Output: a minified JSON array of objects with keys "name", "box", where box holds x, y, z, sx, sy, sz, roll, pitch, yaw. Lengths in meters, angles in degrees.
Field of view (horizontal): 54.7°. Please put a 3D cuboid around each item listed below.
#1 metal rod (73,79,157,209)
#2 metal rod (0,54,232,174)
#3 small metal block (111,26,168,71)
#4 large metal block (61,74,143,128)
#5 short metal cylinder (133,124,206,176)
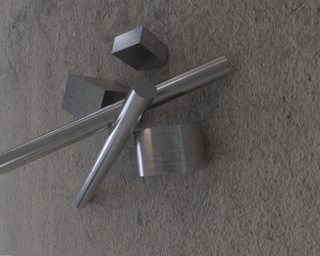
[{"name":"metal rod","box":[-0.073,0.043,0.404,0.025,0.025,0.298,62,143,21]},{"name":"metal rod","box":[-0.062,-0.013,0.365,0.301,0.025,0.025,-23,73,7]},{"name":"small metal block","box":[-0.026,-0.102,0.407,0.050,0.050,0.025,-8,65,40]},{"name":"large metal block","box":[-0.076,-0.037,0.432,0.080,0.081,0.050,26,107,37]},{"name":"short metal cylinder","box":[0.011,0.026,0.360,0.080,0.081,0.050,-11,83,39]}]
